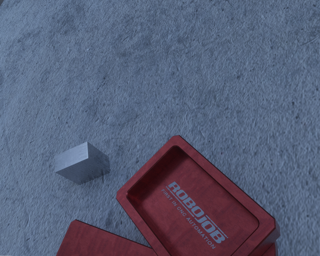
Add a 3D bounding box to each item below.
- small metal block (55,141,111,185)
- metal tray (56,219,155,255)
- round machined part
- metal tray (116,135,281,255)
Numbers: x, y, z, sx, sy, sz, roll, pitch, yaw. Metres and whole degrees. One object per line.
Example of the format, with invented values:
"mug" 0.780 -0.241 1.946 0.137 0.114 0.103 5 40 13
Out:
"small metal block" -0.102 0.048 0.412 0.050 0.050 0.025 -24 53 14
"metal tray" -0.059 0.161 0.333 0.130 0.030 0.090 8 65 31
"round machined part" 0.059 0.115 0.291 0.098 0.042 0.098 -13 56 21
"metal tray" 0.028 0.077 0.284 0.090 0.030 0.130 -45 51 -3
